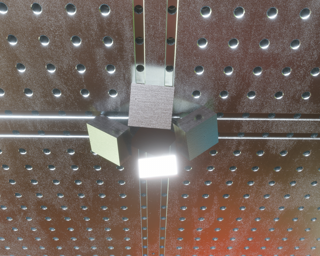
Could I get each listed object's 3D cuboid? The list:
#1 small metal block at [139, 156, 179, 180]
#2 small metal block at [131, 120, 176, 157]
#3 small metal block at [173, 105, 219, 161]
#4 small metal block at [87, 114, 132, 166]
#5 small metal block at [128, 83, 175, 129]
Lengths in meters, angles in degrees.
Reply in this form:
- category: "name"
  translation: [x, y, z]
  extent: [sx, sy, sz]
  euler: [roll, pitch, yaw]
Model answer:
- category: "small metal block"
  translation: [0.000, 0.058, 0.445]
  extent: [0.050, 0.025, 0.050]
  euler: [-7, 166, 5]
- category: "small metal block"
  translation: [-0.009, 0.008, 0.417]
  extent: [0.050, 0.025, 0.050]
  euler: [25, 126, -20]
- category: "small metal block"
  translation: [0.048, 0.007, 0.402]
  extent: [0.050, 0.025, 0.050]
  euler: [-30, 133, -21]
- category: "small metal block"
  translation: [-0.066, 0.016, 0.409]
  extent: [0.050, 0.025, 0.050]
  euler: [24, 136, 25]
- category: "small metal block"
  translation: [-0.011, -0.026, 0.373]
  extent: [0.050, 0.025, 0.050]
  euler: [5, 94, -4]
